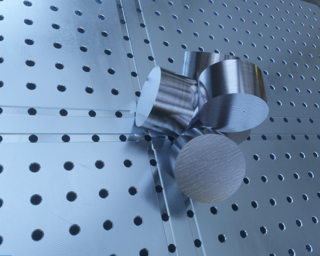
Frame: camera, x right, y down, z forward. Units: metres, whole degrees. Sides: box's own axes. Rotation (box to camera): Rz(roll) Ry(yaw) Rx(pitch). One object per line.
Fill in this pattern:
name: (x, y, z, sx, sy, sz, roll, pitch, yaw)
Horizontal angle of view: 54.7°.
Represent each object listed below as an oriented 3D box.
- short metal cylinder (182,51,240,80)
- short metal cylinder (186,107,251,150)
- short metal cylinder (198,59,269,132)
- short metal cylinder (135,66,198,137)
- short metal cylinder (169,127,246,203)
short metal cylinder: (0.072, -0.081, 0.452, 0.081, 0.080, 0.050, 2, 101, -27)
short metal cylinder: (0.079, -0.004, 0.435, 0.081, 0.050, 0.080, 13, 55, -20)
short metal cylinder: (0.087, -0.037, 0.376, 0.081, 0.080, 0.050, 16, 55, -19)
short metal cylinder: (0.007, -0.033, 0.396, 0.050, 0.080, 0.080, 17, 55, -18)
short metal cylinder: (0.054, 0.042, 0.368, 0.081, 0.050, 0.079, -1, 98, -5)
